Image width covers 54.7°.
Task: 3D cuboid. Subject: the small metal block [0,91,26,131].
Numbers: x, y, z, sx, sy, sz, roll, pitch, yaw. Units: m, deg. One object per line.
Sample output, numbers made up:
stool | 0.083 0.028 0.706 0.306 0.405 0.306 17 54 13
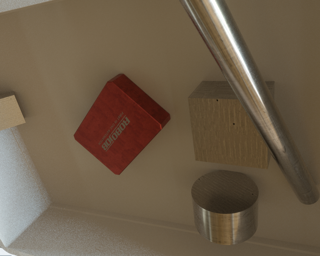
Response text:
small metal block | -0.254 -0.027 0.504 0.025 0.050 0.050 39 145 57

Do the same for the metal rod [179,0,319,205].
metal rod | 0.095 -0.008 0.276 0.025 0.025 0.300 -13 136 33

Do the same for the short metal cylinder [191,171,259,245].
short metal cylinder | 0.082 0.098 0.390 0.080 0.080 0.050 6 121 25

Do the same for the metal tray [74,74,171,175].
metal tray | -0.057 -0.001 0.434 0.090 0.030 0.129 42 129 -1

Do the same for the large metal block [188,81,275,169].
large metal block | 0.082 -0.006 0.345 0.080 0.050 0.079 4 121 25
